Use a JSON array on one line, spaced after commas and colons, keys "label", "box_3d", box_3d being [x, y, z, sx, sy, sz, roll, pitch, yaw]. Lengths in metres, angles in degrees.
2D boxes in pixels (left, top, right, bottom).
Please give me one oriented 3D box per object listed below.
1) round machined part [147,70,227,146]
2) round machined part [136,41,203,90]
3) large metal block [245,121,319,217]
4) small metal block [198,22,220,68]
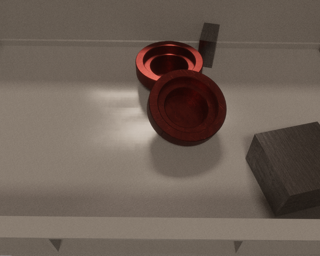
[{"label": "round machined part", "box_3d": [0.032, -0.023, 0.400, 0.099, 0.042, 0.098, 3, 70, -9]}, {"label": "round machined part", "box_3d": [0.014, -0.085, 0.466, 0.099, 0.042, 0.098, 0, 50, 0]}, {"label": "large metal block", "box_3d": [0.157, 0.045, 0.353, 0.081, 0.050, 0.080, -11, 51, -9]}, {"label": "small metal block", "box_3d": [0.078, -0.134, 0.503, 0.025, 0.050, 0.050, 11, 51, 8]}]
